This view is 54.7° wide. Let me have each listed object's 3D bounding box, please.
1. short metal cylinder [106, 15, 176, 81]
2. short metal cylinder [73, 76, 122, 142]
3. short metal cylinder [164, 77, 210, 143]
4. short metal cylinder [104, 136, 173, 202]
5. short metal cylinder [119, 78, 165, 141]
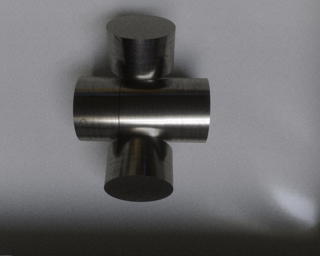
[{"bbox_3d":[-0.023,-0.099,0.375,0.081,0.080,0.050,2,128,0],"label":"short metal cylinder"},{"bbox_3d":[-0.071,-0.023,0.382,0.050,0.080,0.080,1,90,0],"label":"short metal cylinder"},{"bbox_3d":[0.031,-0.022,0.383,0.050,0.080,0.080,1,90,0],"label":"short metal cylinder"},{"bbox_3d":[-0.025,0.051,0.375,0.081,0.080,0.050,0,56,0],"label":"short metal cylinder"},{"bbox_3d":[-0.020,-0.023,0.382,0.050,0.080,0.080,1,90,0],"label":"short metal cylinder"}]
